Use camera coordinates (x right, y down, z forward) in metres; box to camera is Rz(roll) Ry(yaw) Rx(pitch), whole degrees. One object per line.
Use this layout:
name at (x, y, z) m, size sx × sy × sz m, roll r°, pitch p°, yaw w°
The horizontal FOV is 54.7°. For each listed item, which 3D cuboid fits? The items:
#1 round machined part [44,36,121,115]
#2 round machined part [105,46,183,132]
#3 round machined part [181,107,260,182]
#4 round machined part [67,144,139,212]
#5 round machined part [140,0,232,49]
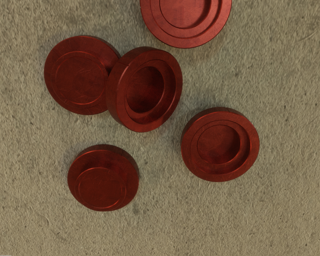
round machined part at (-0.092, -0.061, 0.377) m, size 0.099 × 0.042 × 0.097 m, roll 0°, pitch 110°, yaw 0°
round machined part at (-0.023, -0.047, 0.365) m, size 0.099 × 0.042 × 0.097 m, roll -22°, pitch 125°, yaw -35°
round machined part at (0.076, 0.018, 0.408) m, size 0.099 × 0.042 × 0.097 m, roll 0°, pitch 110°, yaw 0°
round machined part at (-0.079, 0.075, 0.428) m, size 0.099 × 0.042 × 0.097 m, roll 0°, pitch 110°, yaw 0°
round machined part at (0.028, -0.141, 0.349) m, size 0.099 × 0.042 × 0.097 m, roll 0°, pitch 110°, yaw 0°
